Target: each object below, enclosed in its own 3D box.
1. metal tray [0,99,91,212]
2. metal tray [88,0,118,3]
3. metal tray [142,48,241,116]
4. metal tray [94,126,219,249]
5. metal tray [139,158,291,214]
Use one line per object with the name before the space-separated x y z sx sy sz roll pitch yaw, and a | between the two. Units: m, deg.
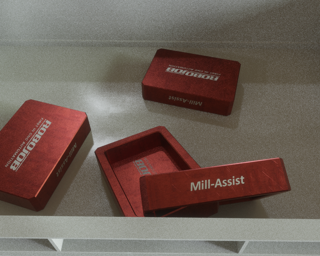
metal tray | -0.154 0.027 0.378 0.090 0.030 0.130 14 51 11
metal tray | -0.087 -0.308 0.623 0.131 0.090 0.030 -10 51 -9
metal tray | 0.048 -0.071 0.462 0.131 0.030 0.090 12 51 10
metal tray | -0.009 0.053 0.333 0.091 0.030 0.130 -20 36 -16
metal tray | 0.047 0.061 0.308 0.131 0.090 0.030 -7 72 -6
